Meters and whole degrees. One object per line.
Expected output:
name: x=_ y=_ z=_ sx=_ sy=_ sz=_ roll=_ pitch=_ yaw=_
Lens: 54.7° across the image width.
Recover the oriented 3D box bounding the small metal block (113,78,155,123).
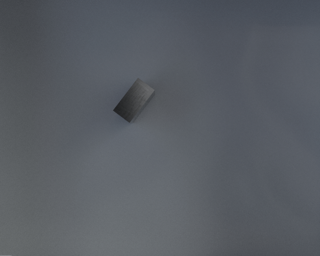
small metal block: x=-0.032 y=-0.034 z=0.399 sx=0.025 sy=0.050 sz=0.050 roll=37 pitch=90 yaw=-1
